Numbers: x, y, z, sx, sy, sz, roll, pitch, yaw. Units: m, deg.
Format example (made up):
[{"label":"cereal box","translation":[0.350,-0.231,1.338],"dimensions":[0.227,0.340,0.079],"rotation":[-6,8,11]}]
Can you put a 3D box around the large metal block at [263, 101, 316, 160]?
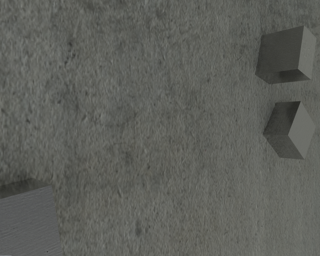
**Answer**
[{"label":"large metal block","translation":[0.255,0.005,0.606],"dimensions":[0.080,0.050,0.080],"rotation":[45,63,-31]}]

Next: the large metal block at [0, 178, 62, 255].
[{"label":"large metal block","translation":[-0.139,0.096,0.273],"dimensions":[0.081,0.050,0.079],"rotation":[-11,97,-40]}]

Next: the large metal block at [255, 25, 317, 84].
[{"label":"large metal block","translation":[0.229,-0.130,0.564],"dimensions":[0.050,0.080,0.080],"rotation":[20,77,-39]}]
